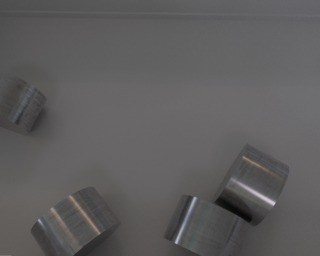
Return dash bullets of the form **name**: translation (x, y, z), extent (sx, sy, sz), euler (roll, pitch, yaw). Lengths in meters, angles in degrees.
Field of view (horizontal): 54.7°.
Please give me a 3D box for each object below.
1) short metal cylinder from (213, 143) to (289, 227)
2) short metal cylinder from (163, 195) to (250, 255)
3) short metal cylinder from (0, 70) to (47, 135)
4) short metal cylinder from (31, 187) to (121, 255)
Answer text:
- **short metal cylinder**: translation (0.104, 0.065, 0.357), extent (0.050, 0.080, 0.080), euler (30, 73, 10)
- **short metal cylinder**: translation (0.050, 0.114, 0.339), extent (0.080, 0.080, 0.050), euler (24, 72, 8)
- **short metal cylinder**: translation (-0.193, -0.032, 0.391), extent (0.080, 0.080, 0.050), euler (19, 71, 7)
- **short metal cylinder**: translation (-0.090, 0.110, 0.339), extent (0.080, 0.080, 0.050), euler (-38, 75, -13)
